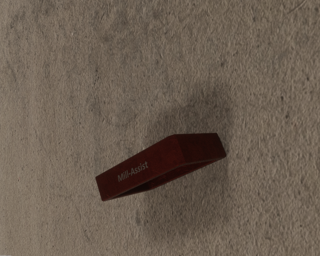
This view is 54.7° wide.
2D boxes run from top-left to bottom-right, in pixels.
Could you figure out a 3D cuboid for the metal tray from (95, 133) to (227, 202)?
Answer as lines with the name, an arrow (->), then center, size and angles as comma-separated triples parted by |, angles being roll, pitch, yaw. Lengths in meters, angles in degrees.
metal tray -> -0.001, 0.046, 0.361 | 0.130, 0.091, 0.030 | -31, 71, 35
